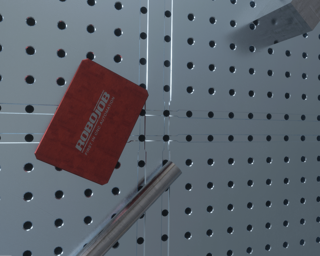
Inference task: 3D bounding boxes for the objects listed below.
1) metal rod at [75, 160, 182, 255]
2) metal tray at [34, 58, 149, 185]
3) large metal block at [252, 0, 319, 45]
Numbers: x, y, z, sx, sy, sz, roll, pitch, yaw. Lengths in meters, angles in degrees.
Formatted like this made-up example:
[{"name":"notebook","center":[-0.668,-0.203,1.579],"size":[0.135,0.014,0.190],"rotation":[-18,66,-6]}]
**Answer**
[{"name":"metal rod","center":[-0.083,0.154,0.382],"size":[0.301,0.025,0.025],"rotation":[-44,104,-15]},{"name":"metal tray","center":[-0.082,-0.007,0.380],"size":[0.090,0.030,0.130],"rotation":[27,81,-19]},{"name":"large metal block","center":[0.200,-0.179,0.459],"size":[0.050,0.080,0.080],"rotation":[43,76,-15]}]
